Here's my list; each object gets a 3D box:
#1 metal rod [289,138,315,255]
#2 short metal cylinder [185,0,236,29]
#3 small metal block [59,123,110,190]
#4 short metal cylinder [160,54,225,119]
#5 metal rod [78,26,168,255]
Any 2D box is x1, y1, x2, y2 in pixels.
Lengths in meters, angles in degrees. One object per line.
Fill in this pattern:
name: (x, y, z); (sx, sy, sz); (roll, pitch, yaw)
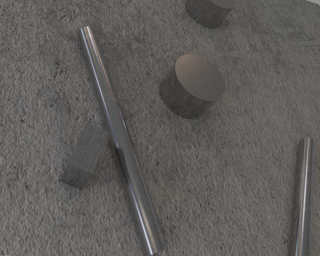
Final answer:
metal rod: (0.197, 0.132, 0.429); (0.025, 0.025, 0.301); (32, 52, -8)
short metal cylinder: (0.094, -0.235, 0.582); (0.081, 0.050, 0.080); (14, 56, -21)
small metal block: (-0.080, 0.031, 0.326); (0.025, 0.050, 0.050); (26, 53, -13)
short metal cylinder: (0.046, -0.060, 0.449); (0.081, 0.050, 0.080); (14, 56, -21)
metal rod: (-0.052, -0.001, 0.375); (0.025, 0.025, 0.299); (-7, 65, -31)
